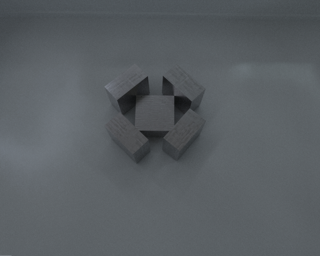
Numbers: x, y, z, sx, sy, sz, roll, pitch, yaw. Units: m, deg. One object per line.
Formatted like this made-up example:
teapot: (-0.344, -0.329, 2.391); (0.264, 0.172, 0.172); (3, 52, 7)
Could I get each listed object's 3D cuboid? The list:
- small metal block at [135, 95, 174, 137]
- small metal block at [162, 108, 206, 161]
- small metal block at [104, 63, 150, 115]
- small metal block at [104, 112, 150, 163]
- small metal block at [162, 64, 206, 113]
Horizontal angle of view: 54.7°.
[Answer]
small metal block: (-0.007, -0.016, 0.413); (0.050, 0.025, 0.050); (1, 70, 0)
small metal block: (0.029, 0.010, 0.390); (0.025, 0.050, 0.050); (39, 74, 12)
small metal block: (-0.042, -0.050, 0.412); (0.050, 0.050, 0.025); (-40, 74, -13)
small metal block: (-0.040, 0.014, 0.389); (0.025, 0.050, 0.050); (-43, 76, -13)
small metal block: (0.030, -0.049, 0.412); (0.025, 0.050, 0.050); (-43, 77, -15)
